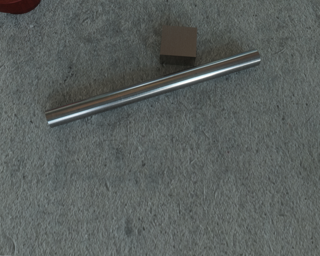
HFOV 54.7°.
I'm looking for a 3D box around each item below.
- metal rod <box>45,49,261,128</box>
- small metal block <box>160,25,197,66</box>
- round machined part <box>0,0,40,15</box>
[{"bbox_3d":[-0.004,-0.057,0.428,0.302,0.025,0.025,-18,71,-7],"label":"metal rod"},{"bbox_3d":[0.027,-0.120,0.452,0.050,0.025,0.050,4,70,1],"label":"small metal block"},{"bbox_3d":[-0.223,-0.215,0.475,0.099,0.042,0.098,0,70,-1],"label":"round machined part"}]
